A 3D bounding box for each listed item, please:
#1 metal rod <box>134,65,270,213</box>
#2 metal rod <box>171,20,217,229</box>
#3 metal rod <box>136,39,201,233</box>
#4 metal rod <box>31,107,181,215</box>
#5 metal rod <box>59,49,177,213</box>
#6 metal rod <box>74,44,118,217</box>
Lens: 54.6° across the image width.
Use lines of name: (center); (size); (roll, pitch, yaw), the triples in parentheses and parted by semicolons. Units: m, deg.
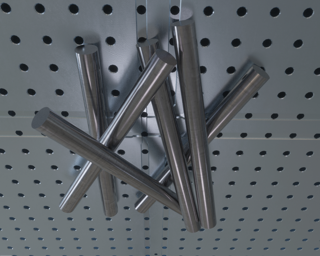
metal rod: (0.042, 0.034, 0.440); (0.025, 0.025, 0.298); (24, 126, -19)
metal rod: (0.049, 0.018, 0.396); (0.025, 0.025, 0.298); (-8, 121, 6)
metal rod: (0.019, 0.031, 0.411); (0.025, 0.025, 0.299); (-10, 122, 8)
metal rod: (-0.036, 0.063, 0.408); (0.025, 0.025, 0.300); (-27, 137, 21)
metal rod: (-0.069, 0.025, 0.396); (0.025, 0.025, 0.298); (24, 128, -19)
metal rod: (-0.082, 0.028, 0.434); (0.025, 0.025, 0.298); (0, 130, -1)
